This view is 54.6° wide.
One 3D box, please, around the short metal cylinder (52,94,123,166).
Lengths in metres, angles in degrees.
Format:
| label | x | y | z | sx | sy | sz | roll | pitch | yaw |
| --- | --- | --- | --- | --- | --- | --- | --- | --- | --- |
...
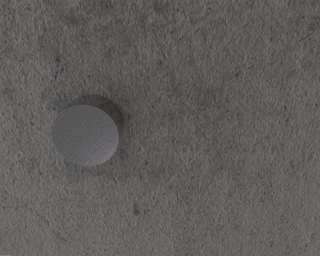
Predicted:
| label | x | y | z | sx | sy | sz | roll | pitch | yaw |
| --- | --- | --- | --- | --- | --- | --- | --- | --- | --- |
| short metal cylinder | -0.090 | 0.002 | 0.396 | 0.080 | 0.050 | 0.079 | 0 | 110 | 0 |
